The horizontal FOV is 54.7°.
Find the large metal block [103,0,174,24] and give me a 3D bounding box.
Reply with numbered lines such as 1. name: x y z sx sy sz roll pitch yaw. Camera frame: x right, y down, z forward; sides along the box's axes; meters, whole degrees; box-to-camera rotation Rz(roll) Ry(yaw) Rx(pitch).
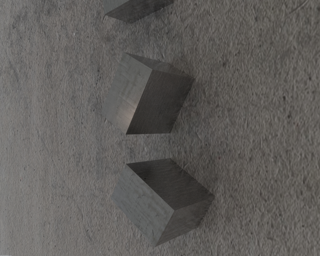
1. large metal block: -0.033 -0.198 0.416 0.080 0.050 0.080 -10 83 39

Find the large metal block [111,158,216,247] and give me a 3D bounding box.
1. large metal block: 0.004 0.082 0.366 0.080 0.081 0.050 38 113 33

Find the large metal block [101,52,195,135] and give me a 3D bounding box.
1. large metal block: -0.014 -0.040 0.381 0.050 0.081 0.079 37 113 34
